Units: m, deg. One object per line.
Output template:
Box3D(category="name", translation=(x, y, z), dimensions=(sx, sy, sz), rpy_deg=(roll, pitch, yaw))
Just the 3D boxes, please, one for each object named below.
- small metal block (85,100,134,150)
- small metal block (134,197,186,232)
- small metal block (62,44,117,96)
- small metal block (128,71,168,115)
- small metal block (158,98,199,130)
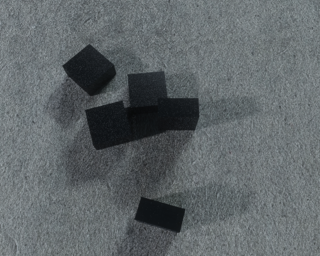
Box3D(category="small metal block", translation=(-0.066, -0.003, 0.409), dimensions=(0.050, 0.025, 0.050), rpy_deg=(-15, 71, -6))
Box3D(category="small metal block", translation=(0.000, 0.101, 0.358), dimensions=(0.050, 0.050, 0.025), rpy_deg=(15, 71, 5))
Box3D(category="small metal block", translation=(-0.099, -0.082, 0.437), dimensions=(0.050, 0.025, 0.050), rpy_deg=(42, 75, 13))
Box3D(category="small metal block", translation=(-0.017, -0.048, 0.425), dimensions=(0.050, 0.025, 0.050), rpy_deg=(-5, 70, -2))
Box3D(category="small metal block", translation=(0.022, -0.017, 0.401), dimensions=(0.050, 0.050, 0.025), rpy_deg=(0, 70, 0))
